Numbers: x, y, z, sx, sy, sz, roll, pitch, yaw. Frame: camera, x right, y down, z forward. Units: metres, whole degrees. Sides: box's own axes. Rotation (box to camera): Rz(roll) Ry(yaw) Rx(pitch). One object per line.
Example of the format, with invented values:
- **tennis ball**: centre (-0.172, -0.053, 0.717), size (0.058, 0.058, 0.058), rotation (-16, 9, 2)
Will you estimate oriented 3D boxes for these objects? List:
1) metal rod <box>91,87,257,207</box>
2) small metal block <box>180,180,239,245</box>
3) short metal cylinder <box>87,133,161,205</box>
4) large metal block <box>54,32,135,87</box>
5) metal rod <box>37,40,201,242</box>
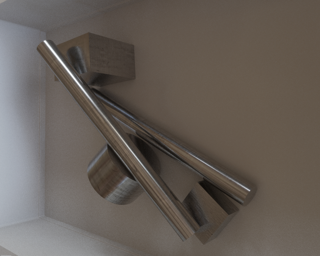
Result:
- **metal rod**: centre (-0.010, 0.008, 0.412), size (0.300, 0.025, 0.025), rotation (31, 109, 35)
- **small metal block**: centre (0.054, 0.096, 0.359), size (0.050, 0.025, 0.050), rotation (45, 117, 30)
- **short metal cylinder**: centre (-0.046, 0.052, 0.404), size (0.050, 0.081, 0.080), rotation (-47, 62, 29)
- **large metal block**: centre (-0.094, -0.094, 0.445), size (0.080, 0.081, 0.050), rotation (-5, 87, 39)
- **metal rod**: centre (-0.058, 0.005, 0.375), size (0.300, 0.025, 0.025), rotation (50, 120, 13)
